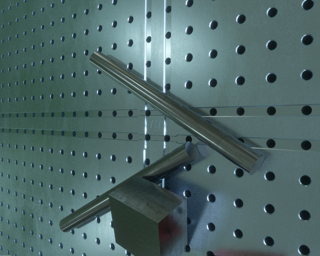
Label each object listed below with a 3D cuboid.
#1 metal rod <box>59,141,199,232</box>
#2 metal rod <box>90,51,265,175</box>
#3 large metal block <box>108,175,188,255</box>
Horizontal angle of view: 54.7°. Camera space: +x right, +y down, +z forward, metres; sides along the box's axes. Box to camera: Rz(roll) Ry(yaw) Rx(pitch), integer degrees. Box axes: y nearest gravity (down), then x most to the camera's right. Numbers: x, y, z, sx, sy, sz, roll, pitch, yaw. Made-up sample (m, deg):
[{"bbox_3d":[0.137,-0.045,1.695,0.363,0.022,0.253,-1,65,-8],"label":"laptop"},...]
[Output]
[{"bbox_3d":[-0.063,0.099,0.458,0.299,0.025,0.025,-35,69,34],"label":"metal rod"},{"bbox_3d":[0.001,-0.035,0.406,0.300,0.025,0.025,36,112,33],"label":"metal rod"},{"bbox_3d":[-0.014,0.117,0.385,0.080,0.050,0.079,18,123,37],"label":"large metal block"}]
